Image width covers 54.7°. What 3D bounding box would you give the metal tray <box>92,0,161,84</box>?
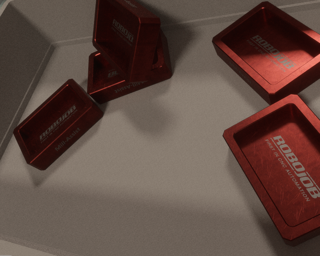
[{"bbox_3d":[-0.053,-0.132,0.434,0.030,0.089,0.130,-11,42,-32],"label":"metal tray"}]

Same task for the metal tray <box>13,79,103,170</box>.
[{"bbox_3d":[-0.163,-0.008,0.490,0.130,0.030,0.090,-43,51,-2],"label":"metal tray"}]

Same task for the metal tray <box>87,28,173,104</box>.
[{"bbox_3d":[-0.050,-0.099,0.487,0.130,0.030,0.090,-18,55,17],"label":"metal tray"}]

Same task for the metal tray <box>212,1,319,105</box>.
[{"bbox_3d":[0.138,-0.097,0.388,0.090,0.030,0.130,-35,51,4],"label":"metal tray"}]

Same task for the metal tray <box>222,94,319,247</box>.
[{"bbox_3d":[0.132,0.037,0.310,0.090,0.030,0.130,-30,52,8],"label":"metal tray"}]
